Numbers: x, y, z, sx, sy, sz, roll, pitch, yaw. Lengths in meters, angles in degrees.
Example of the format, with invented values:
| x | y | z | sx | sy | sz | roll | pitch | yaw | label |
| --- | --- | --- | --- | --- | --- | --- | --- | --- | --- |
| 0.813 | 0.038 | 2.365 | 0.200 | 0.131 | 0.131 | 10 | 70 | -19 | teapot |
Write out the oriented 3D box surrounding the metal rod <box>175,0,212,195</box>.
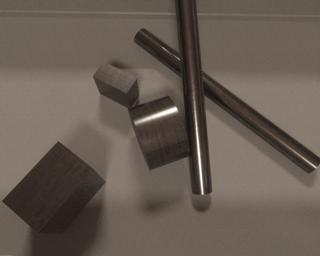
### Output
| x | y | z | sx | sy | sz | roll | pitch | yaw | label |
| --- | --- | --- | --- | --- | --- | --- | --- | --- | --- |
| 0.038 | -0.069 | 0.373 | 0.025 | 0.025 | 0.298 | -6 | 94 | -2 | metal rod |

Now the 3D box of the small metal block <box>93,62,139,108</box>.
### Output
| x | y | z | sx | sy | sz | roll | pitch | yaw | label |
| --- | --- | --- | --- | --- | --- | --- | --- | --- | --- |
| -0.057 | -0.056 | 0.416 | 0.050 | 0.050 | 0.025 | 28 | 73 | 9 | small metal block |

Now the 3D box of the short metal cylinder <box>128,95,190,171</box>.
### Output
| x | y | z | sx | sy | sz | roll | pitch | yaw | label |
| --- | --- | --- | --- | --- | --- | --- | --- | --- | --- |
| -0.002 | 0.006 | 0.378 | 0.050 | 0.080 | 0.080 | -19 | 72 | -7 | short metal cylinder |

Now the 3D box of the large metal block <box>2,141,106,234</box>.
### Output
| x | y | z | sx | sy | sz | roll | pitch | yaw | label |
| --- | --- | --- | --- | --- | --- | --- | --- | --- | --- |
| -0.114 | 0.071 | 0.353 | 0.050 | 0.080 | 0.080 | 36 | 74 | 12 | large metal block |

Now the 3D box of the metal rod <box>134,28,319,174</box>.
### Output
| x | y | z | sx | sy | sz | roll | pitch | yaw | label |
| --- | --- | --- | --- | --- | --- | --- | --- | --- | --- |
| 0.084 | -0.044 | 0.426 | 0.300 | 0.025 | 0.025 | 39 | 74 | 13 | metal rod |
